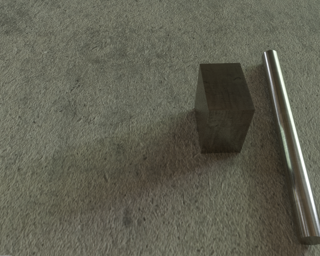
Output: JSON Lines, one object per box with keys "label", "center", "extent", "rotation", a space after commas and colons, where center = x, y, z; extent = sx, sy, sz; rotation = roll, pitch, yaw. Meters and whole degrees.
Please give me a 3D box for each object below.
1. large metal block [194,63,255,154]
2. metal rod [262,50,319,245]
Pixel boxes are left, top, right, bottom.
{"label": "large metal block", "center": [0.076, -0.024, 0.388], "extent": [0.050, 0.080, 0.080], "rotation": [-2, 50, -2]}
{"label": "metal rod", "center": [0.164, -0.002, 0.405], "extent": [0.025, 0.025, 0.300], "rotation": [4, 50, 3]}
